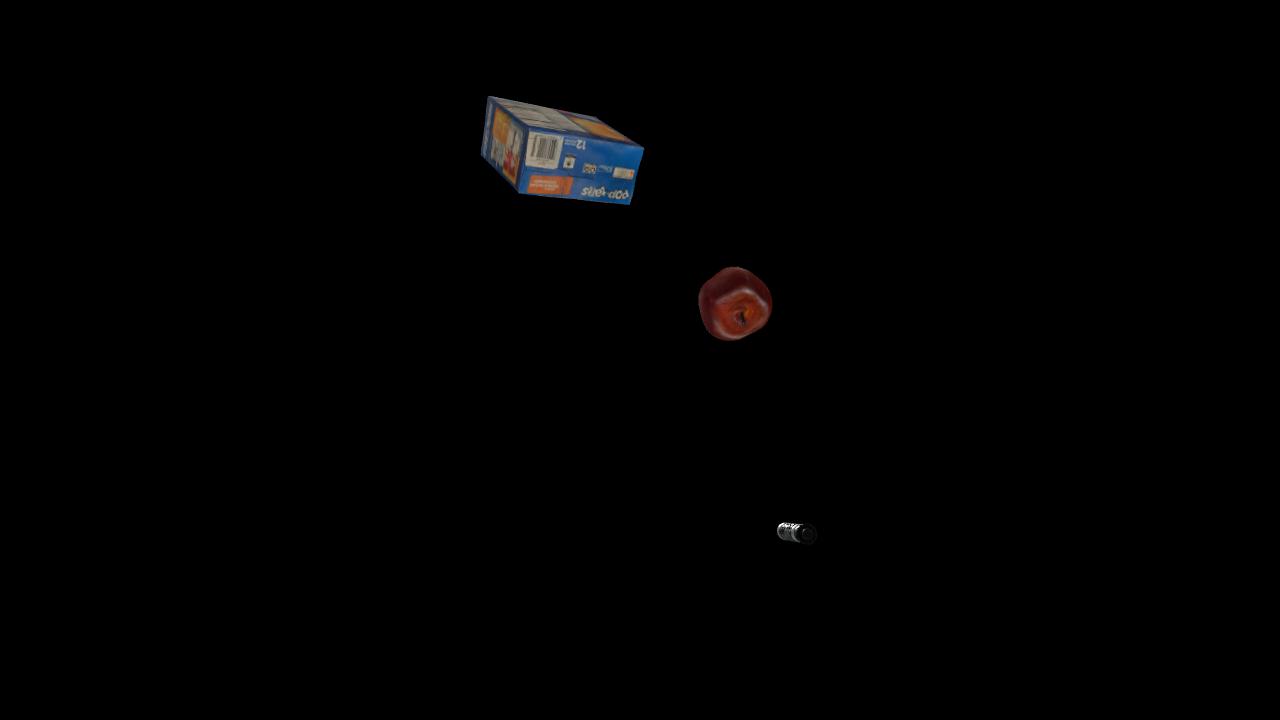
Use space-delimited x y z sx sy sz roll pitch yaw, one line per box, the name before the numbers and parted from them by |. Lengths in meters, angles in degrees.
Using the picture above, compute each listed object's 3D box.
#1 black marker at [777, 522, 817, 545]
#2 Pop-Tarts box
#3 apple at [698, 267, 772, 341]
black marker | 0.155 0.171 0.610 0.020 0.020 0.121 0 -14 4
Pop-Tarts box | -0.105 -0.276 0.816 0.167 0.083 0.141 -4 36 -36
apple | 0.101 -0.060 0.662 0.079 0.079 0.093 0 27 -4
